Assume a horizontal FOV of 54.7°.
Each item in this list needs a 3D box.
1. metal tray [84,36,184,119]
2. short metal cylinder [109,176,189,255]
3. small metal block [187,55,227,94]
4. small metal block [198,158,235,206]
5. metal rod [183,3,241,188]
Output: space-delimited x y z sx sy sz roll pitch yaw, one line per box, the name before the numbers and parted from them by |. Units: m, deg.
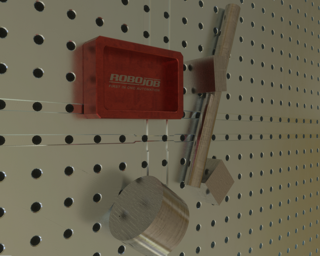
metal tray | -0.028 -0.056 0.384 0.131 0.030 0.089 -1 91 -40
short metal cylinder | -0.013 0.104 0.365 0.050 0.080 0.080 45 63 -31
small metal block | 0.068 -0.076 0.452 0.025 0.050 0.050 -7 95 -40
small metal block | 0.085 0.083 0.483 0.050 0.025 0.050 -48 119 -29
metal rod | 0.083 -0.057 0.481 0.025 0.025 0.299 24 75 -38
